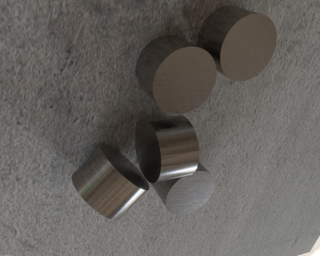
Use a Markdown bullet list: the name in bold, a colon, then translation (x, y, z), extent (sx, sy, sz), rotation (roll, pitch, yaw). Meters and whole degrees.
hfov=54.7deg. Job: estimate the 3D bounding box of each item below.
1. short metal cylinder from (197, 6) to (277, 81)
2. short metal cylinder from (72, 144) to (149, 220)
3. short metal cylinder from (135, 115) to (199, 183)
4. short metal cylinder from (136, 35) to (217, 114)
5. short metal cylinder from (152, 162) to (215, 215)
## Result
- **short metal cylinder**: translation (0.093, -0.104, 0.379), extent (0.081, 0.050, 0.079), rotation (-14, 125, -21)
- **short metal cylinder**: translation (-0.060, 0.065, 0.380), extent (0.050, 0.080, 0.080), rotation (-46, 130, 4)
- **short metal cylinder**: translation (0.007, 0.026, 0.392), extent (0.050, 0.080, 0.079), rotation (-8, 122, -25)
- **short metal cylinder**: translation (0.018, -0.063, 0.363), extent (0.081, 0.050, 0.079), rotation (-14, 125, -21)
- **short metal cylinder**: translation (0.034, 0.082, 0.462), extent (0.081, 0.050, 0.079), rotation (-14, 125, -21)
